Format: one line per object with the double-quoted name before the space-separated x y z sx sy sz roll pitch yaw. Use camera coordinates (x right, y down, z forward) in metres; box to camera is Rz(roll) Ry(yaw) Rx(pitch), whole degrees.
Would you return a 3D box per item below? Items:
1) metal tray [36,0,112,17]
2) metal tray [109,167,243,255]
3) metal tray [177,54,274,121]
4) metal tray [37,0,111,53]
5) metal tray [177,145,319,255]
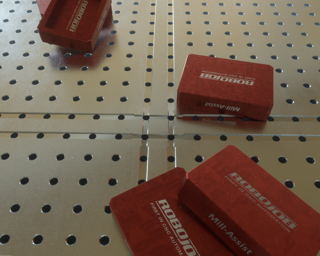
"metal tray" -0.170 -0.243 0.608 0.131 0.030 0.090 -18 52 -15
"metal tray" 0.016 0.111 0.312 0.091 0.030 0.130 -23 54 -18
"metal tray" 0.097 -0.063 0.458 0.130 0.030 0.090 10 51 8
"metal tray" -0.145 -0.200 0.543 0.090 0.030 0.130 13 64 -1
"metal tray" 0.093 0.081 0.311 0.130 0.030 0.091 41 42 23
